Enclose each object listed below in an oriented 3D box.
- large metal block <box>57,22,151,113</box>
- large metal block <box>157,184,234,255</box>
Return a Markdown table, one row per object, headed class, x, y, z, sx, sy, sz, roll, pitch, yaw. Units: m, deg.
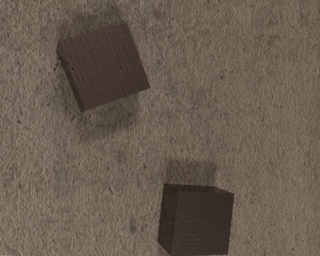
| class | x | y | z | sx | sy | sz | roll | pitch | yaw |
| --- | --- | --- | --- | --- | --- | --- | --- | --- | --- |
| large metal block | -0.068 | -0.071 | 0.371 | 0.081 | 0.050 | 0.080 | -22 | 98 | -19 |
| large metal block | 0.047 | 0.121 | 0.415 | 0.081 | 0.050 | 0.080 | 7 | 88 | -20 |
